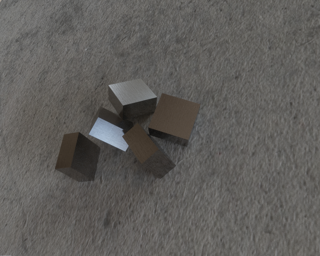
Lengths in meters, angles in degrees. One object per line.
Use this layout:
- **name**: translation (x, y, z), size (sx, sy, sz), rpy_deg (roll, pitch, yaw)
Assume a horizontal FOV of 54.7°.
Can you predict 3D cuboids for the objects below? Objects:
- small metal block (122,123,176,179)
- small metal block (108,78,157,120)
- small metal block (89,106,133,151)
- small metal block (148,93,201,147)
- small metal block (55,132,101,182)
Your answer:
- **small metal block**: translation (-0.013, 0.028, 0.376), size (0.025, 0.050, 0.050), rpy_deg (-41, 51, 1)
- **small metal block**: translation (-0.039, -0.041, 0.433), size (0.050, 0.025, 0.050), rpy_deg (-16, 46, -25)
- **small metal block**: translation (-0.062, 0.000, 0.404), size (0.025, 0.050, 0.050), rpy_deg (-59, 17, 13)
- **small metal block**: translation (0.018, -0.010, 0.388), size (0.050, 0.025, 0.050), rpy_deg (17, 68, 9)
- **small metal block**: translation (-0.109, 0.040, 0.419), size (0.025, 0.050, 0.050), rpy_deg (-9, 58, 23)
